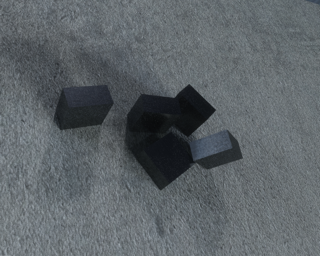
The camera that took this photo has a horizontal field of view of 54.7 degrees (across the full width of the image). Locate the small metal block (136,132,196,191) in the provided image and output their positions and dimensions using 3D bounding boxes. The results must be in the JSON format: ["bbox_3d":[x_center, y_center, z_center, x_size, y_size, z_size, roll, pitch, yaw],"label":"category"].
[{"bbox_3d":[0.008,0.040,0.383,0.050,0.025,0.050,-32,79,-38],"label":"small metal block"}]

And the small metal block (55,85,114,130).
[{"bbox_3d":[-0.087,-0.023,0.355,0.050,0.050,0.025,-9,67,-32],"label":"small metal block"}]

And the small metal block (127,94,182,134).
[{"bbox_3d":[-0.008,-0.016,0.393,0.050,0.050,0.025,4,60,-26],"label":"small metal block"}]

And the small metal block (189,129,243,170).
[{"bbox_3d":[0.072,0.029,0.396,0.050,0.050,0.025,35,39,-56],"label":"small metal block"}]

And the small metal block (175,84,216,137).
[{"bbox_3d":[0.039,-0.023,0.423,0.050,0.050,0.025,45,51,3],"label":"small metal block"}]
